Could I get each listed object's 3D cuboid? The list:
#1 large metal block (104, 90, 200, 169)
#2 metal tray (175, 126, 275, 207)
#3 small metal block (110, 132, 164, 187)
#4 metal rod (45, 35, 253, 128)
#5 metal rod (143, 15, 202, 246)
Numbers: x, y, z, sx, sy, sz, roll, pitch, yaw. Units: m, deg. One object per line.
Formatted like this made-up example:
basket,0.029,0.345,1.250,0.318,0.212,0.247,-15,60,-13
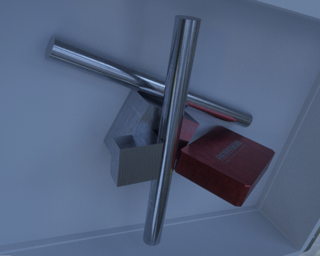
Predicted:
large metal block,-0.011,0.006,0.390,0.080,0.050,0.080,19,108,-36
metal tray,0.089,0.043,0.408,0.131,0.090,0.030,-25,136,-55
small metal block,-0.027,0.035,0.350,0.050,0.025,0.050,-7,121,-26
metal rod,0.012,-0.045,0.388,0.302,0.025,0.025,15,110,-35
metal rod,0.008,0.025,0.364,0.025,0.025,0.298,-6,121,-26
